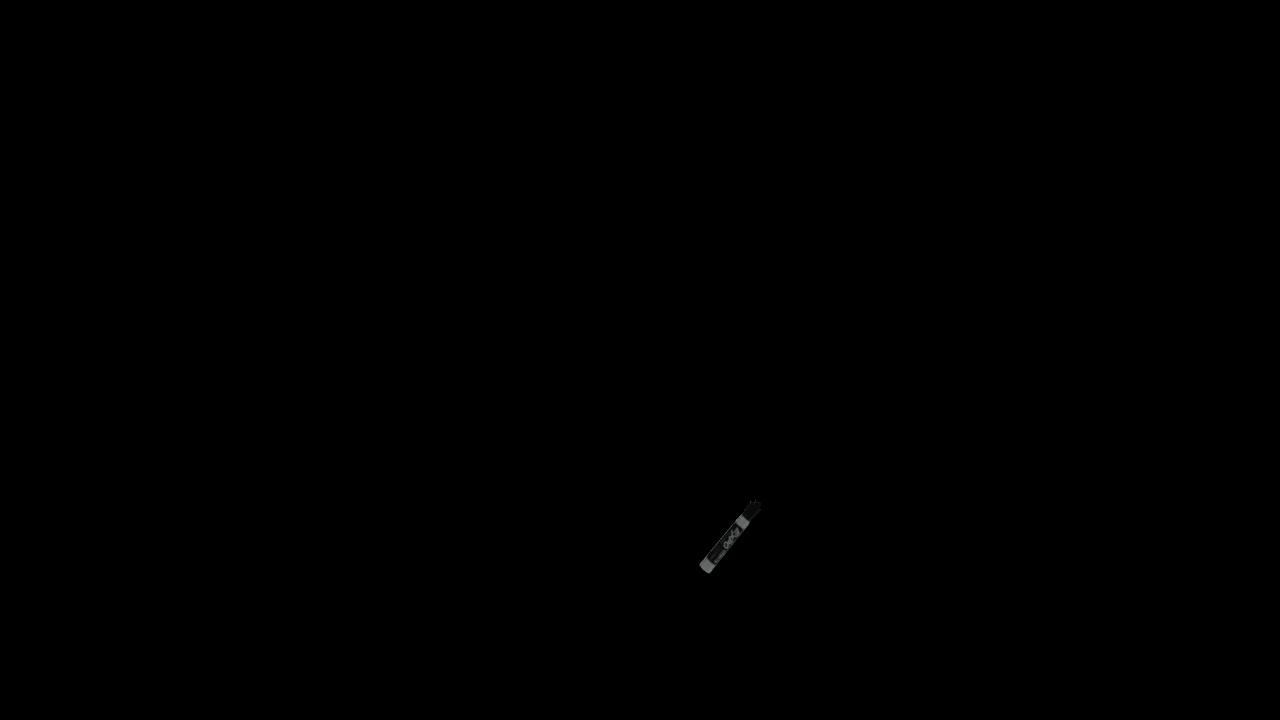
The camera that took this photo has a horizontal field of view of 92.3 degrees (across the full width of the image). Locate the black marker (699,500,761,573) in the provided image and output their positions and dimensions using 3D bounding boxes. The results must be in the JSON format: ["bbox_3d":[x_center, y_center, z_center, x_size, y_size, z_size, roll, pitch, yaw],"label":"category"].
[{"bbox_3d":[0.127,0.245,0.856,0.020,0.121,0.020,38,3,-2],"label":"black marker"}]
